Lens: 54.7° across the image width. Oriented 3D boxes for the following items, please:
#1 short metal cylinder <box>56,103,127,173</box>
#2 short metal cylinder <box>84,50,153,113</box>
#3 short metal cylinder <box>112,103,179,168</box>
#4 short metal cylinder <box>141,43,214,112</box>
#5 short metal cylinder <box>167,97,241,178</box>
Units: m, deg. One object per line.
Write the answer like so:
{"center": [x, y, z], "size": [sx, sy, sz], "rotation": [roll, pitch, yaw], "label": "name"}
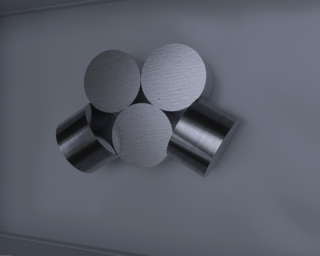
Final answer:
{"center": [-0.089, 0.013, 0.411], "size": [0.050, 0.080, 0.080], "rotation": [-32, 80, 17], "label": "short metal cylinder"}
{"center": [-0.053, -0.059, 0.414], "size": [0.080, 0.050, 0.080], "rotation": [0, 90, 20], "label": "short metal cylinder"}
{"center": [-0.014, 0.009, 0.400], "size": [0.080, 0.050, 0.080], "rotation": [0, 90, 20], "label": "short metal cylinder"}
{"center": [0.023, -0.060, 0.387], "size": [0.080, 0.050, 0.080], "rotation": [0, 90, 20], "label": "short metal cylinder"}
{"center": [0.051, 0.011, 0.361], "size": [0.050, 0.080, 0.080], "rotation": [31, 100, 17], "label": "short metal cylinder"}
